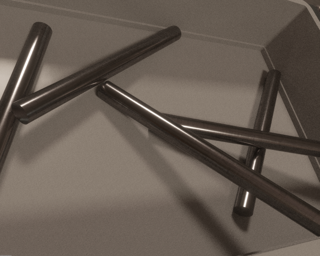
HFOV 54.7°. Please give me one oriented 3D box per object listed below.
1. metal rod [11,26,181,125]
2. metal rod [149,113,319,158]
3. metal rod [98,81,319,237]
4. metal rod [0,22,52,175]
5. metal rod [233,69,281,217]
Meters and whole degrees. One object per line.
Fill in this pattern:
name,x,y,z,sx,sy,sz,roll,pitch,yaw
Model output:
metal rod,-0.058,-0.087,0.414,0.025,0.025,0.302,46,47,3
metal rod,0.133,0.014,0.442,0.302,0.025,0.025,9,57,-13
metal rod,0.052,0.028,0.366,0.301,0.025,0.025,32,49,13
metal rod,-0.161,-0.002,0.320,0.025,0.025,0.300,17,55,-19
metal rod,0.162,0.004,0.493,0.025,0.025,0.301,33,51,-7
